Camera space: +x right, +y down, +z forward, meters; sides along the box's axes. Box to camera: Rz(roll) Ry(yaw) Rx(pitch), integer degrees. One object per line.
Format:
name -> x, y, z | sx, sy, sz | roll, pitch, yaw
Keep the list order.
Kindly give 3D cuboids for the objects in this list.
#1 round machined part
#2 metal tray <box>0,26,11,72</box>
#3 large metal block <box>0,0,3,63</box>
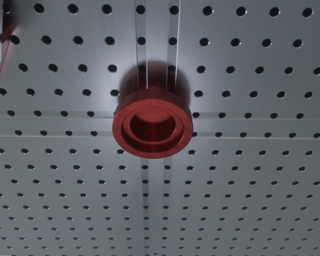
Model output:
round machined part -> -0.009, -0.009, 0.392 | 0.099, 0.042, 0.097 | 0, 130, 0
metal tray -> -0.239, -0.092, 0.327 | 0.131, 0.030, 0.089 | 24, 126, -19
large metal block -> -0.189, -0.103, 0.274 | 0.081, 0.050, 0.079 | 4, 99, -17
